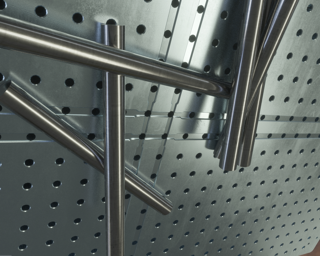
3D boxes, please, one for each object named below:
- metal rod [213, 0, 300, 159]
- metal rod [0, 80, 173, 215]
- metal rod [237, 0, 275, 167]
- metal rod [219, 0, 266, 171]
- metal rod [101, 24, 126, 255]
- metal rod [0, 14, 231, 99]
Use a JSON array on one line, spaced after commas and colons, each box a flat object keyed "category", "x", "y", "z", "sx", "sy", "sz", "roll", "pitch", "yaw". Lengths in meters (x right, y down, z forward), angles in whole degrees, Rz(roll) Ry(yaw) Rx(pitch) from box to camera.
[{"category": "metal rod", "x": 0.129, "y": -0.078, "z": 0.407, "sx": 0.025, "sy": 0.025, "sz": 0.298, "roll": -4, "pitch": 128, "yaw": -26}, {"category": "metal rod", "x": -0.072, "y": 0.045, "z": 0.398, "sx": 0.025, "sy": 0.025, "sz": 0.300, "roll": -43, "pitch": 129, "yaw": 2}, {"category": "metal rod", "x": 0.138, "y": -0.068, "z": 0.443, "sx": 0.025, "sy": 0.025, "sz": 0.298, "roll": -14, "pitch": 124, "yaw": -20}, {"category": "metal rod", "x": 0.107, "y": -0.083, "z": 0.390, "sx": 0.025, "sy": 0.025, "sz": 0.298, "roll": -6, "pitch": 113, "yaw": -25}, {"category": "metal rod", "x": -0.055, "y": 0.033, "z": 0.372, "sx": 0.025, "sy": 0.025, "sz": 0.298, "roll": -7, "pitch": 113, "yaw": -25}, {"category": "metal rod", "x": -0.014, "y": -0.063, "z": 0.331, "sx": 0.302, "sy": 0.025, "sz": 0.025, "roll": 6, "pitch": 116, "yaw": -42}]
